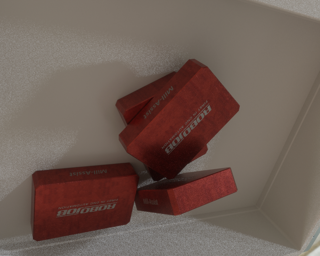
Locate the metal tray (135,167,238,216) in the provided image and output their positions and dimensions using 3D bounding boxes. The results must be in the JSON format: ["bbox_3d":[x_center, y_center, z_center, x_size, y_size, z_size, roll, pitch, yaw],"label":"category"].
[{"bbox_3d":[0.027,0.083,0.411,0.091,0.130,0.030,-14,85,-26],"label":"metal tray"}]

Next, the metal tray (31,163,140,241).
[{"bbox_3d":[-0.099,0.096,0.412,0.131,0.030,0.089,-2,119,-28],"label":"metal tray"}]

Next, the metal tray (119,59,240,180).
[{"bbox_3d":[0.026,-0.007,0.377,0.130,0.030,0.090,-47,129,4],"label":"metal tray"}]

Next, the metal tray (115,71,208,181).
[{"bbox_3d":[0.007,0.002,0.412,0.090,0.030,0.129,-29,129,-10],"label":"metal tray"}]
